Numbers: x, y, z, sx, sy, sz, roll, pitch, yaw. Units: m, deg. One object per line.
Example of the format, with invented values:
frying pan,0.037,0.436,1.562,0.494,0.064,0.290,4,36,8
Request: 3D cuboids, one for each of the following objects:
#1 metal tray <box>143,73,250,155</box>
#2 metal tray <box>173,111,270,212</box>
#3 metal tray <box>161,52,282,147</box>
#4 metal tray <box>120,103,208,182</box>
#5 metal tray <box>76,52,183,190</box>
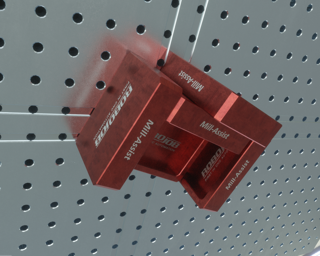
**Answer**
metal tray,0.043,-0.019,0.379,0.131,0.090,0.030,23,106,-37
metal tray,0.081,0.040,0.436,0.030,0.090,0.129,24,105,-37
metal tray,0.065,-0.035,0.355,0.090,0.130,0.030,24,105,-37
metal tray,-0.002,0.017,0.416,0.131,0.030,0.090,24,106,-37
metal tray,-0.040,-0.009,0.340,0.030,0.090,0.129,24,105,-37
